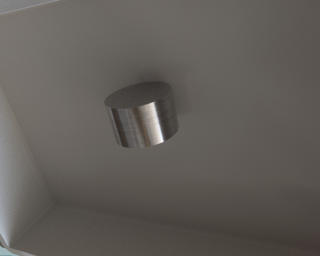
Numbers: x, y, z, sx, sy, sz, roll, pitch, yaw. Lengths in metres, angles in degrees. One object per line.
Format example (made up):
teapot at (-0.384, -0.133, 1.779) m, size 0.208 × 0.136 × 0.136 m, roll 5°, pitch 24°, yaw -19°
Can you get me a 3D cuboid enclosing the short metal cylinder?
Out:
short metal cylinder at (-0.021, -0.018, 0.374) m, size 0.080 × 0.080 × 0.050 m, roll 2°, pitch 119°, yaw 27°
